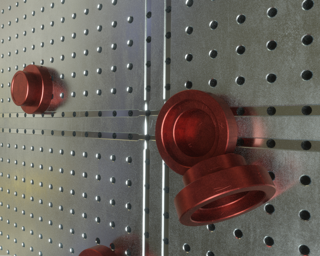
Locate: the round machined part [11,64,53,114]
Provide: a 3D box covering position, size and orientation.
[{"bbox_3d":[-0.256,-0.076,0.605,0.098,0.042,0.097,0,90,39],"label":"round machined part"}]

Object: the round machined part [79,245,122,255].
[{"bbox_3d":[-0.081,0.224,0.463,0.098,0.042,0.097,0,90,39],"label":"round machined part"}]

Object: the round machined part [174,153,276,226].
[{"bbox_3d":[0.061,0.061,0.313,0.098,0.099,0.042,-40,51,32],"label":"round machined part"}]

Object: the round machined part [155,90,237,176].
[{"bbox_3d":[0.045,0.006,0.360,0.098,0.042,0.097,0,90,39],"label":"round machined part"}]
